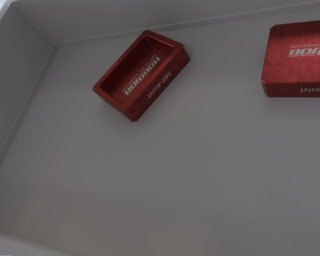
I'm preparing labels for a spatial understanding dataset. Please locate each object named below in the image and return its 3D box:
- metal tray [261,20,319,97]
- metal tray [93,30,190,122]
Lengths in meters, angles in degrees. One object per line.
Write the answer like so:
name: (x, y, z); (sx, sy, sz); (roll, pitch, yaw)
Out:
metal tray: (0.190, -0.080, 0.352); (0.130, 0.030, 0.090); (3, 63, 29)
metal tray: (-0.029, -0.082, 0.468); (0.130, 0.030, 0.090); (-49, 52, -7)
